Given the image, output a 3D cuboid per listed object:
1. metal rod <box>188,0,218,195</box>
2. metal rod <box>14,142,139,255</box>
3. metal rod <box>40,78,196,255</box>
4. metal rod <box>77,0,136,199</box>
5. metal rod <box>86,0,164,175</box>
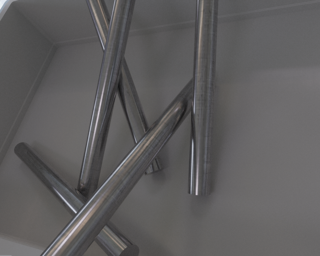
[{"bbox_3d":[0.051,-0.077,0.350,0.025,0.025,0.298,1,86,29],"label":"metal rod"},{"bbox_3d":[-0.127,0.078,0.397,0.300,0.025,0.025,24,75,45],"label":"metal rod"},{"bbox_3d":[-0.010,0.018,0.320,0.025,0.025,0.301,7,40,31],"label":"metal rod"},{"bbox_3d":[-0.066,-0.052,0.387,0.025,0.025,0.298,17,98,34],"label":"metal rod"},{"bbox_3d":[-0.056,-0.083,0.413,0.025,0.025,0.299,-23,76,14],"label":"metal rod"}]
